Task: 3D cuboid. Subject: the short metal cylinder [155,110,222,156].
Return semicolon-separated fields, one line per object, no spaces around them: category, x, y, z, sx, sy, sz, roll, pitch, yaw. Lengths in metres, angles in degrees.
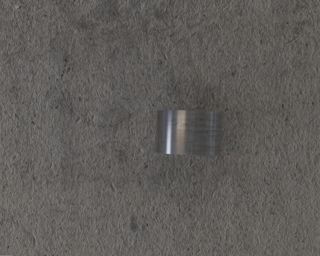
short metal cylinder;0.035;0.005;0.383;0.080;0.080;0.050;2;90;0
